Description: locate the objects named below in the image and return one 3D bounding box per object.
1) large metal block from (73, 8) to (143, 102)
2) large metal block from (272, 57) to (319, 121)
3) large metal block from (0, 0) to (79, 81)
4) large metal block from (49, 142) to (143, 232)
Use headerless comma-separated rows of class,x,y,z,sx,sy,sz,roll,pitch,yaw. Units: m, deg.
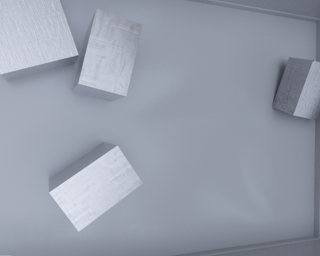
large metal block,-0.064,-0.078,0.358,0.050,0.080,0.080,14,86,-20
large metal block,0.231,-0.057,0.471,0.081,0.050,0.079,10,104,-20
large metal block,-0.145,-0.105,0.343,0.081,0.050,0.080,-20,97,-19
large metal block,-0.076,0.061,0.353,0.080,0.080,0.050,-35,102,-17
